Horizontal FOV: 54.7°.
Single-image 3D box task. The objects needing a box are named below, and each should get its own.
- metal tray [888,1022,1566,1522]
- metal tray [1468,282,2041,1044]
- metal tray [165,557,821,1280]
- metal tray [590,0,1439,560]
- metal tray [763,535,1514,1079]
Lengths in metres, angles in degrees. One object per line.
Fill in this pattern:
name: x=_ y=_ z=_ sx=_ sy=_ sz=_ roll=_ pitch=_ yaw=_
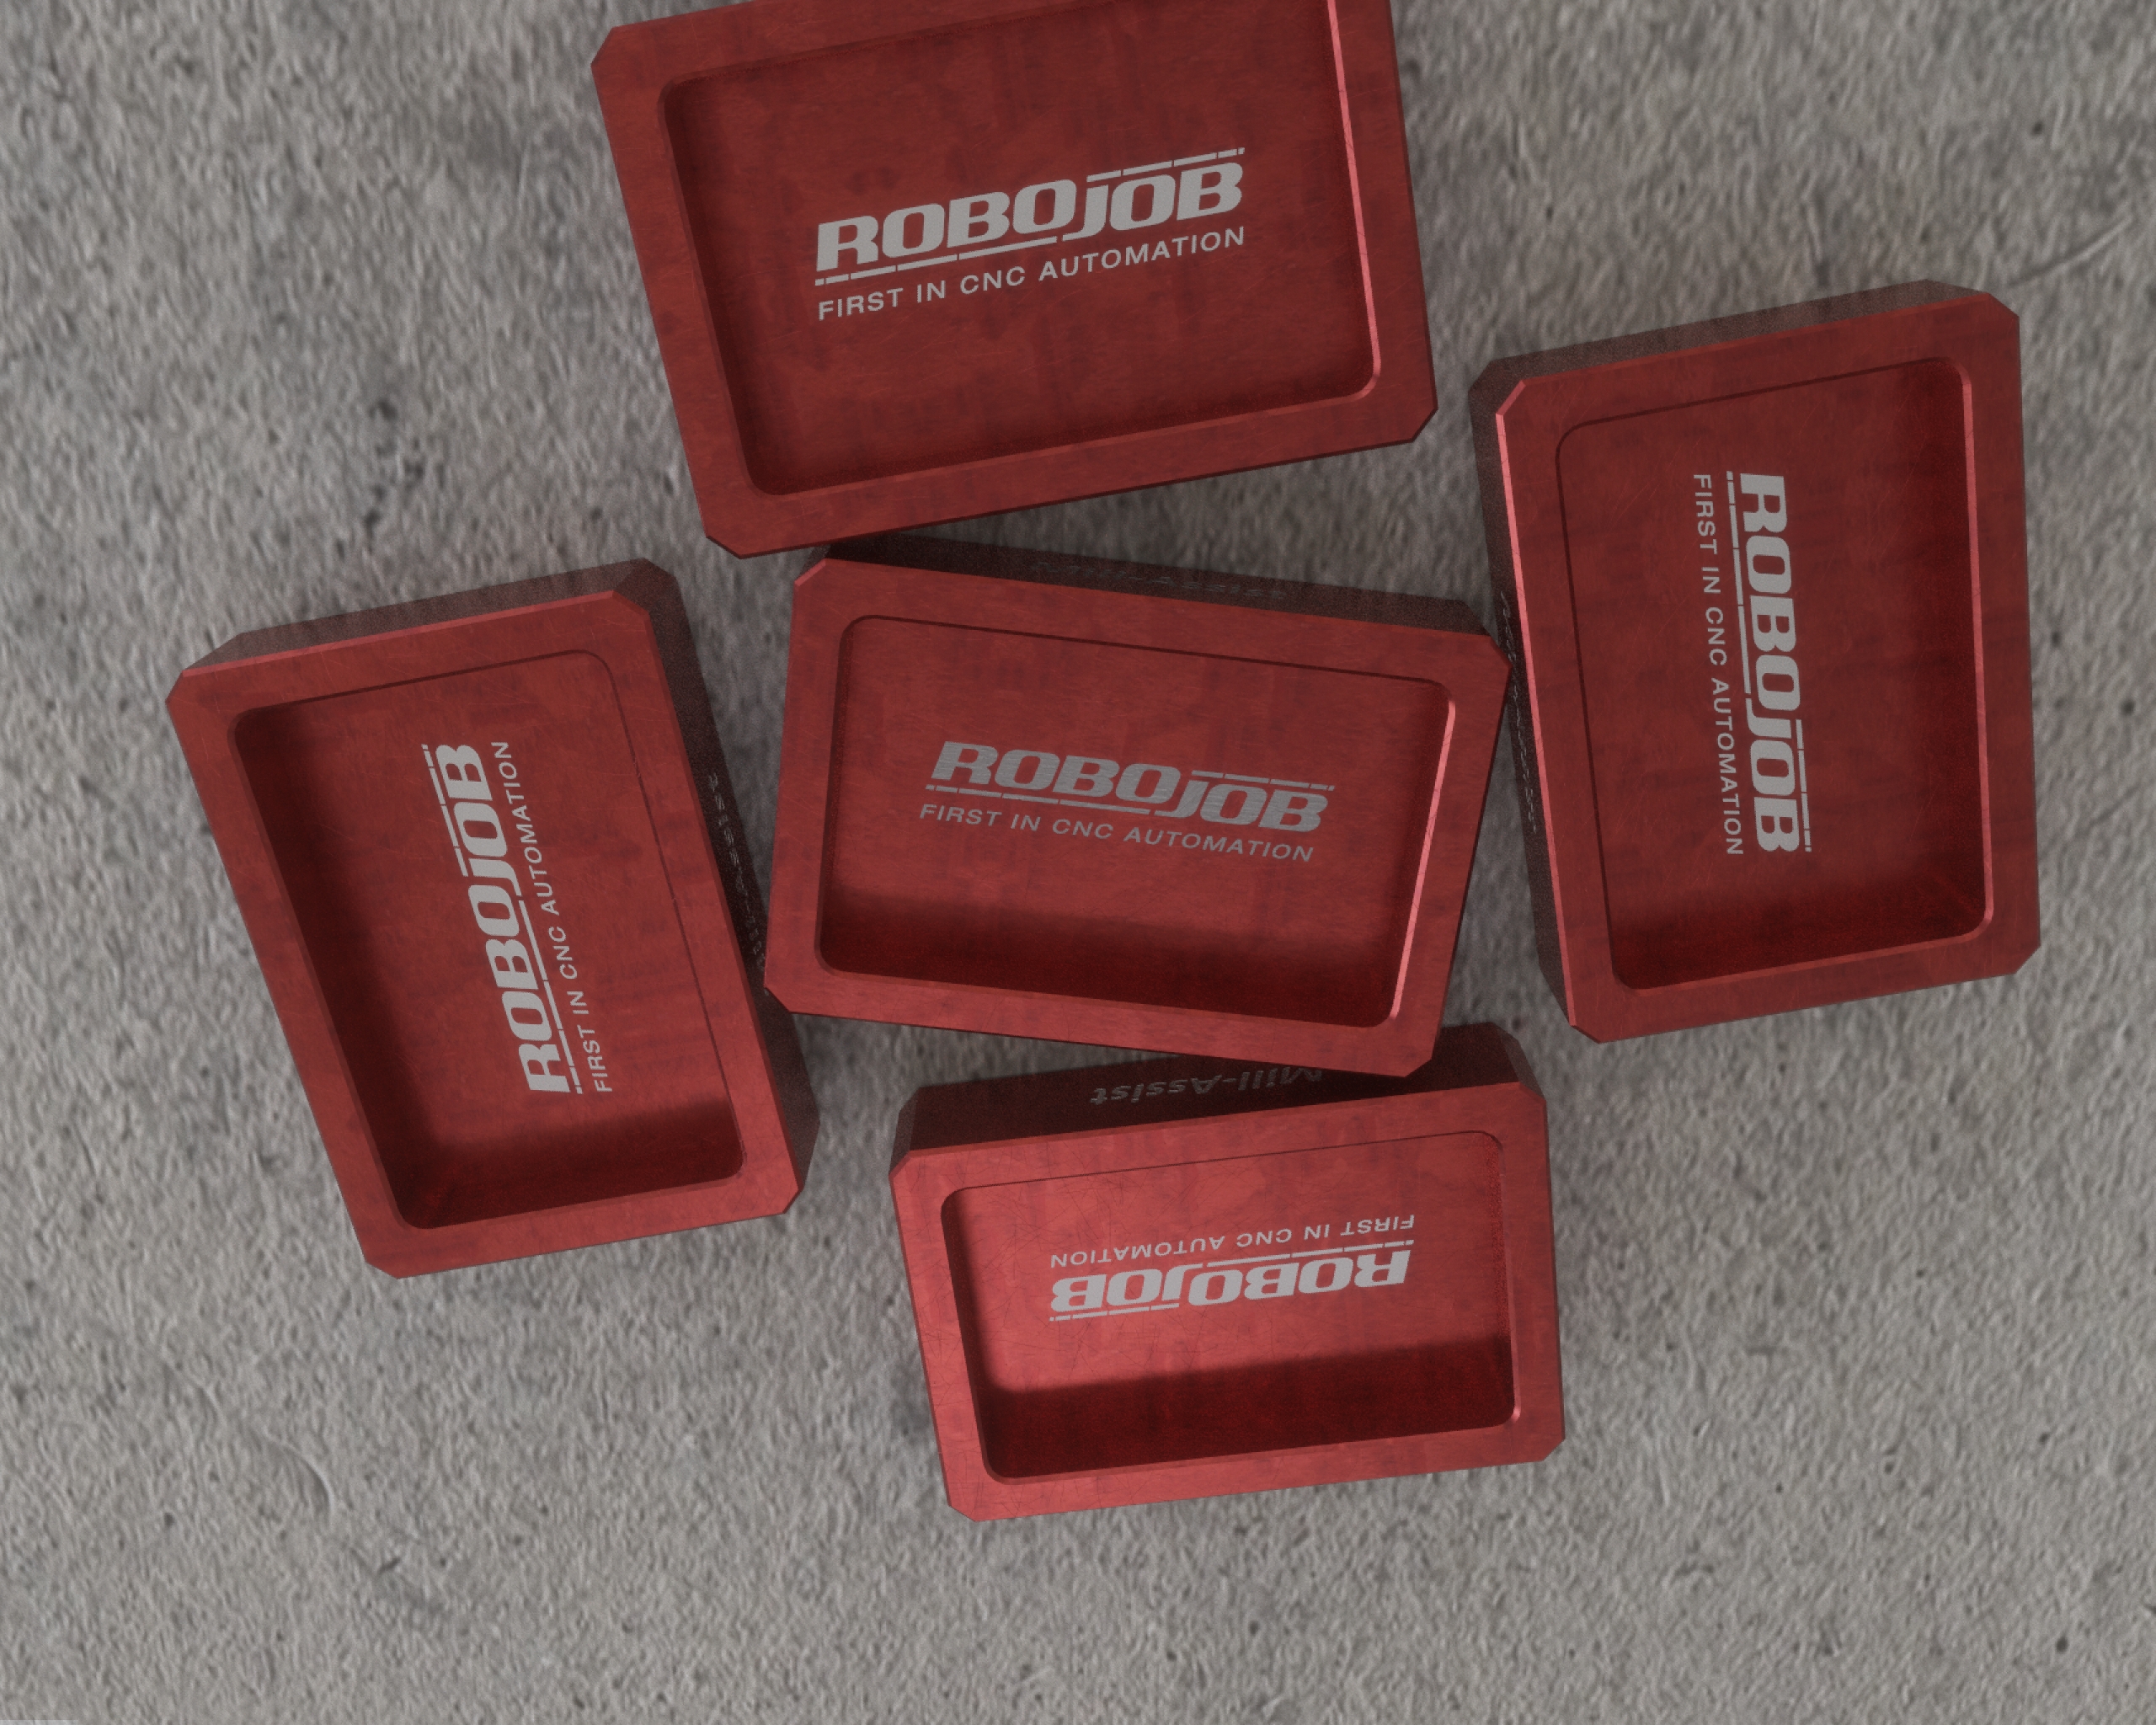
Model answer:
metal tray: x=0.032 y=0.087 z=0.439 sx=0.131 sy=0.030 sz=0.089 roll=-7 pitch=110 yaw=2
metal tray: x=0.129 y=-0.036 z=0.394 sx=0.090 sy=0.030 sz=0.129 roll=-10 pitch=110 yaw=3
metal tray: x=-0.110 y=0.013 z=0.410 sx=0.090 sy=0.030 sz=0.129 roll=-10 pitch=110 yaw=3
metal tray: x=-0.009 y=-0.110 z=0.366 sx=0.131 sy=0.030 sz=0.089 roll=-10 pitch=110 yaw=3
metal tray: x=0.009 y=-0.011 z=0.402 sx=0.131 sy=0.030 sz=0.089 roll=6 pitch=110 yaw=-3
